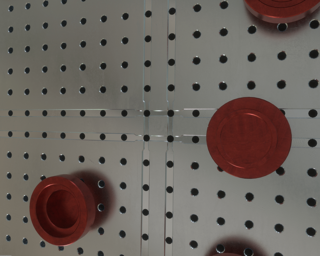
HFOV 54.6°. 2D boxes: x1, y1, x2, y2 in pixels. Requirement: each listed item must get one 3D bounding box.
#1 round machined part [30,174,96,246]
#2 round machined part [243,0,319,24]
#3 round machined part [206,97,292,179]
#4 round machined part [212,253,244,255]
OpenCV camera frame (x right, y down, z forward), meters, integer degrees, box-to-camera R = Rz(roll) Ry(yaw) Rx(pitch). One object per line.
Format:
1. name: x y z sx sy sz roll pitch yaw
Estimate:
1. round machined part: -0.136 0.116 0.452 0.098 0.042 0.097 0 90 20
2. round machined part: 0.143 -0.168 0.353 0.098 0.042 0.097 0 90 20
3. round machined part: 0.103 0.012 0.367 0.098 0.042 0.097 0 90 20
4. round machined part: 0.087 0.199 0.373 0.098 0.042 0.097 0 90 20
